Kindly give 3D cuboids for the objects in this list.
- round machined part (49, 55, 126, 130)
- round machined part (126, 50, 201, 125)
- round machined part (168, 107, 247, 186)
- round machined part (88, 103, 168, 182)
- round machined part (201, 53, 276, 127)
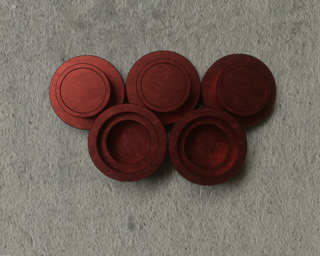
[{"bbox_3d":[-0.095,-0.046,0.401,0.099,0.042,0.097,0,90,-1],"label":"round machined part"},{"bbox_3d":[0.004,-0.053,0.403,0.099,0.042,0.097,0,90,-1],"label":"round machined part"},{"bbox_3d":[0.059,0.023,0.403,0.099,0.042,0.097,0,90,-1],"label":"round machined part"},{"bbox_3d":[-0.040,0.018,0.402,0.099,0.042,0.097,0,90,-1],"label":"round machined part"},{"bbox_3d":[0.103,-0.049,0.404,0.099,0.042,0.097,0,90,-1],"label":"round machined part"}]
